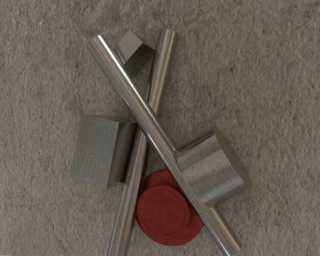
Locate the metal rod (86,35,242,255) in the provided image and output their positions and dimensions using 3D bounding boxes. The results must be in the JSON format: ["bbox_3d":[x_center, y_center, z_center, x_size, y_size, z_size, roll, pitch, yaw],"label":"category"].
[{"bbox_3d":[0.004,0.020,0.372,0.025,0.025,0.299,-34,88,16],"label":"metal rod"}]

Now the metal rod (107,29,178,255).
[{"bbox_3d":[-0.022,0.020,0.401,0.025,0.025,0.298,12,88,19],"label":"metal rod"}]

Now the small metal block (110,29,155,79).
[{"bbox_3d":[-0.037,-0.096,0.409,0.050,0.050,0.025,-47,76,14],"label":"small metal block"}]

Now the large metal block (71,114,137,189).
[{"bbox_3d":[-0.064,0.027,0.403,0.050,0.080,0.079,13,94,19],"label":"large metal block"}]

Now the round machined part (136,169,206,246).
[{"bbox_3d":[0.010,0.103,0.398,0.098,0.042,0.097,0,90,19],"label":"round machined part"}]

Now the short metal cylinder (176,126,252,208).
[{"bbox_3d":[0.063,0.045,0.359,0.050,0.080,0.080,-34,80,17],"label":"short metal cylinder"}]
